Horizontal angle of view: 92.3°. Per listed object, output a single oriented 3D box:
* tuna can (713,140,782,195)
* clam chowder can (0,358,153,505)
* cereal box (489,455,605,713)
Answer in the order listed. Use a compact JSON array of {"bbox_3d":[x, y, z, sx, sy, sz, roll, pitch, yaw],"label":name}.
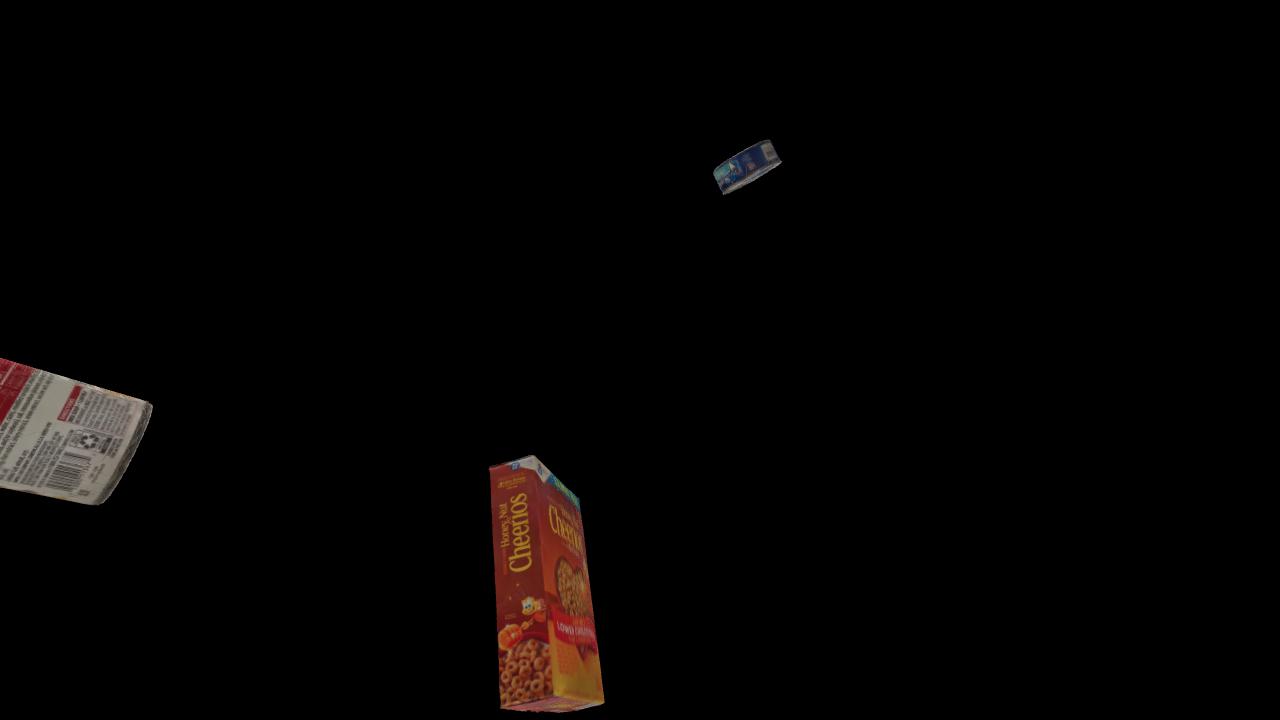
[{"bbox_3d":[0.137,-0.249,0.794,0.084,0.034,0.084,-28,6,3],"label":"tuna can"},{"bbox_3d":[-0.349,0.037,0.345,0.068,0.068,0.102,0,-23,47],"label":"clam chowder can"},{"bbox_3d":[-0.128,0.309,0.851,0.081,0.306,0.203,-15,-34,6],"label":"cereal box"}]
